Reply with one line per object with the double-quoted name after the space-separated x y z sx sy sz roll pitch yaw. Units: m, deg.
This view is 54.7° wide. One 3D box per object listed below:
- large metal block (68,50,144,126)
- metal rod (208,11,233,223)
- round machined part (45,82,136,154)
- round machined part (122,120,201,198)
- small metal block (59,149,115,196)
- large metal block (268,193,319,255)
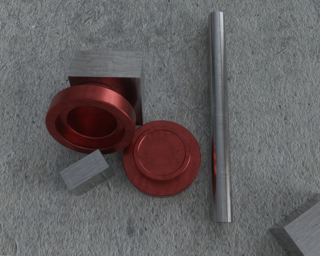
-0.062 -0.049 0.389 0.081 0.080 0.050 1 48 0 "large metal block"
0.080 -0.028 0.418 0.025 0.025 0.299 2 70 1 "metal rod"
-0.077 -0.014 0.360 0.099 0.097 0.042 1 49 0 "round machined part"
0.002 0.035 0.386 0.099 0.042 0.098 0 70 0 "round machined part"
-0.086 0.055 0.374 0.050 0.050 0.025 -31 74 -11 "small metal block"
0.188 0.126 0.350 0.080 0.050 0.080 -31 73 -11 "large metal block"
